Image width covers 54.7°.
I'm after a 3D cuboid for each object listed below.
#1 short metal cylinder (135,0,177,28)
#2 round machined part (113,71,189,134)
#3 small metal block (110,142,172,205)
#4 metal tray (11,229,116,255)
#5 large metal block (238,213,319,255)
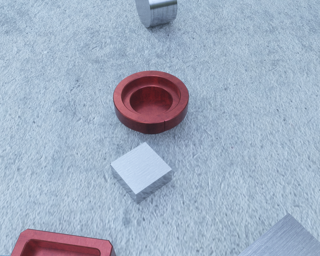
[{"bbox_3d":[-0.009,-0.228,0.559,0.050,0.080,0.080,-19,53,-15],"label":"short metal cylinder"},{"bbox_3d":[-0.011,-0.030,0.417,0.099,0.042,0.098,0,50,0],"label":"round machined part"},{"bbox_3d":[-0.022,0.051,0.360,0.050,0.025,0.050,-32,57,-24],"label":"small metal block"},{"bbox_3d":[-0.097,0.159,0.265,0.090,0.030,0.130,7,50,5],"label":"metal tray"},{"bbox_3d":[0.111,0.138,0.272,0.081,0.050,0.080,-29,56,-22],"label":"large metal block"}]
